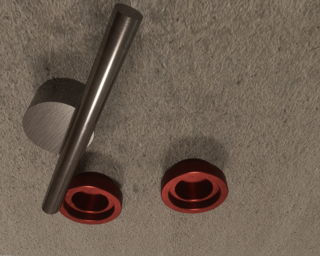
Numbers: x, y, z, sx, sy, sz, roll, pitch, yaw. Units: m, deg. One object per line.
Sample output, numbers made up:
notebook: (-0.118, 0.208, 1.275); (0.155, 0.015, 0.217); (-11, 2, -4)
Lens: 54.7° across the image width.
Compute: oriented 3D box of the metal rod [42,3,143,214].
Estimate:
metal rod: (-0.089, 0.006, 0.345); (0.025, 0.025, 0.298); (19, 127, -16)

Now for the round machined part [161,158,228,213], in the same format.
round machined part: (0.050, 0.084, 0.468); (0.099, 0.042, 0.097); (-1, 130, 0)

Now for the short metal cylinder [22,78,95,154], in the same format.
short metal cylinder: (-0.117, -0.014, 0.377); (0.081, 0.050, 0.079); (0, 130, 0)

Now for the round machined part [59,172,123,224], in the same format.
round machined part: (-0.107, 0.106, 0.485); (0.099, 0.042, 0.097); (-1, 130, 0)
